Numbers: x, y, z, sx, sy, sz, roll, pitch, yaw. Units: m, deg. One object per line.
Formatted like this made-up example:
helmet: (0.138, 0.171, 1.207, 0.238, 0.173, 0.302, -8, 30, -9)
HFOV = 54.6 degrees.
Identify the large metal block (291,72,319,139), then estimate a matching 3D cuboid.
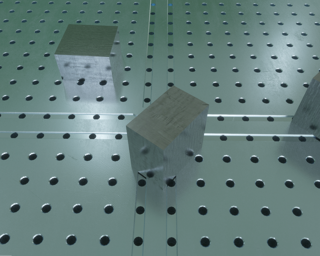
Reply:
large metal block: (0.229, -0.026, 0.395, 0.050, 0.080, 0.080, -37, 59, -27)

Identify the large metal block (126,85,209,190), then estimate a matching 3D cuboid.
large metal block: (0.010, 0.011, 0.363, 0.050, 0.080, 0.080, 32, 57, 24)

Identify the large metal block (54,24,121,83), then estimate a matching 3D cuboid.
large metal block: (-0.110, -0.119, 0.491, 0.080, 0.050, 0.080, 3, 50, 3)
